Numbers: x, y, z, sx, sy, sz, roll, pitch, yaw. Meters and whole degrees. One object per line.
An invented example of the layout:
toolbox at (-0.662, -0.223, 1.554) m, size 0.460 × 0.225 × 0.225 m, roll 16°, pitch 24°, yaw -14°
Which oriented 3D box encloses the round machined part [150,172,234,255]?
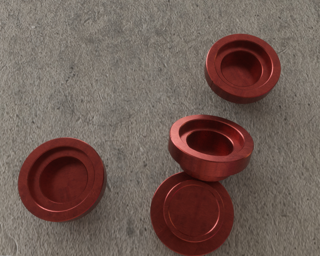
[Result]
round machined part at (0.038, 0.098, 0.363) m, size 0.099 × 0.042 × 0.098 m, roll 0°, pitch 70°, yaw 0°

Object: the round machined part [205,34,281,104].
round machined part at (0.110, -0.077, 0.428) m, size 0.099 × 0.042 × 0.098 m, roll 0°, pitch 70°, yaw 0°

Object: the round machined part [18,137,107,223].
round machined part at (-0.113, 0.064, 0.375) m, size 0.099 × 0.042 × 0.098 m, roll 0°, pitch 70°, yaw 0°

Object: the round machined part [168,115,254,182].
round machined part at (0.058, 0.027, 0.373) m, size 0.099 × 0.042 × 0.098 m, roll 4°, pitch 33°, yaw -3°
